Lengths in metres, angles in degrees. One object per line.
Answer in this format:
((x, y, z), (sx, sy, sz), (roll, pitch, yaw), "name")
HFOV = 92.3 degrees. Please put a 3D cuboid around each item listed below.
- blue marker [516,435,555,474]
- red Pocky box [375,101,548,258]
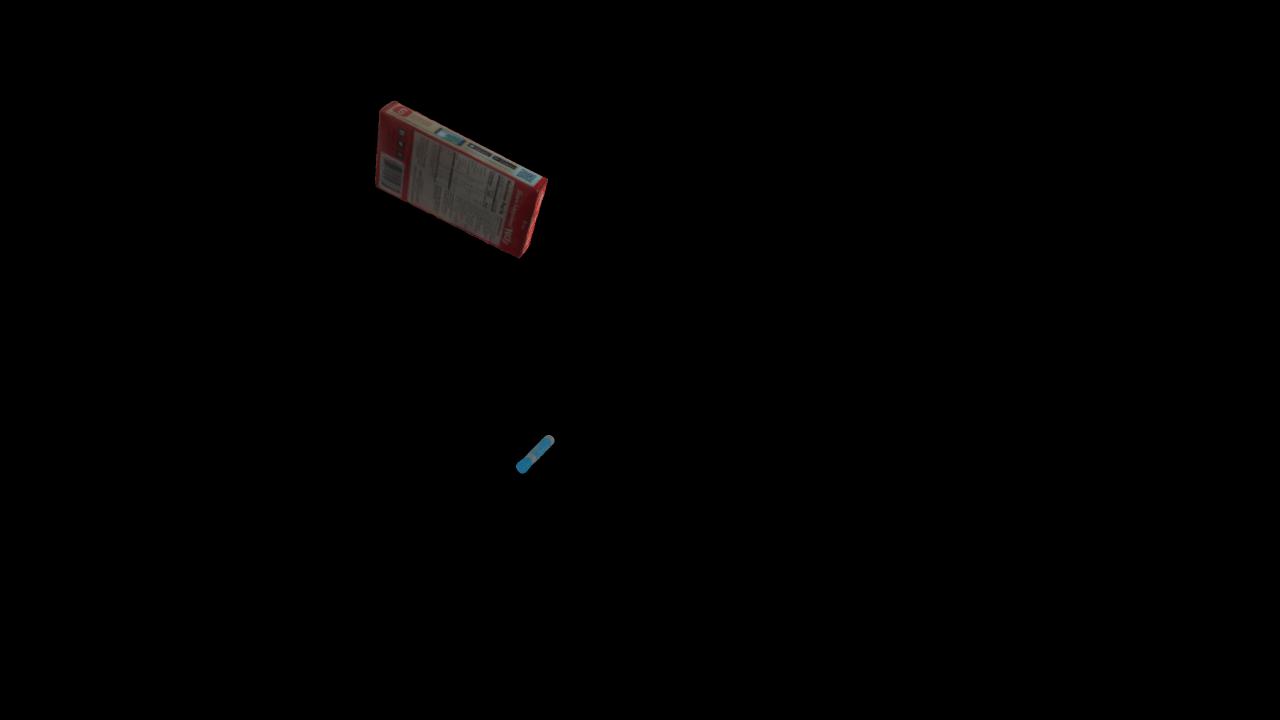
((-0.161, 0.145, 0.949), (0.020, 0.020, 0.121), (0, 13, 12), "blue marker")
((-0.166, -0.163, 0.567), (0.155, 0.083, 0.028), (27, 43, -3), "red Pocky box")
